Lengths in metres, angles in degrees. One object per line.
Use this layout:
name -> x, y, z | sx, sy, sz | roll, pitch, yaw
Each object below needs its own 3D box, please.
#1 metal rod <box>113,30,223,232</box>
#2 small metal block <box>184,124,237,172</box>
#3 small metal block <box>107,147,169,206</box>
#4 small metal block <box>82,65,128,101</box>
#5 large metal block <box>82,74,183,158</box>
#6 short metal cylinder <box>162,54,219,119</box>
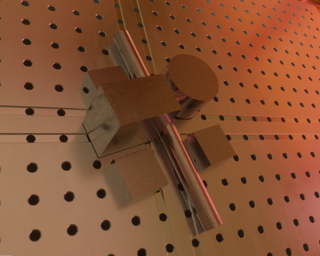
metal rod -> 0.003, -0.009, 0.416 | 0.025, 0.025, 0.299 | -13, 69, -34
small metal block -> 0.070, 0.027, 0.431 | 0.050, 0.025, 0.050 | -16, 70, -35
small metal block -> -0.026, 0.055, 0.362 | 0.050, 0.025, 0.050 | -17, 71, -35
small metal block -> -0.066, -0.051, 0.405 | 0.050, 0.025, 0.050 | -19, 72, -36
large metal block -> -0.035, -0.014, 0.362 | 0.081, 0.080, 0.050 | -17, 71, -35
short metal cylinder -> 0.038, -0.060, 0.450 | 0.081, 0.050, 0.080 | 14, 56, -21
